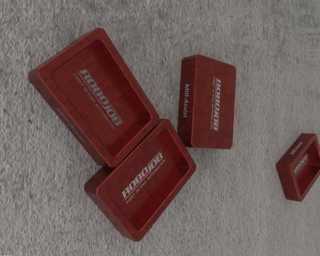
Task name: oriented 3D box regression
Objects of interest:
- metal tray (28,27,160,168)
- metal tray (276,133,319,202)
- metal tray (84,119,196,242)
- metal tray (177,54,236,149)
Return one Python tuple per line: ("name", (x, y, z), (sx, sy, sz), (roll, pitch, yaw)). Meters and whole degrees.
("metal tray", (-0.066, -0.031, 0.345), (0.090, 0.030, 0.130), (-48, 118, -29))
("metal tray", (0.297, 0.080, 0.649), (0.131, 0.030, 0.090), (-36, 112, -34))
("metal tray", (-0.018, 0.061, 0.386), (0.131, 0.030, 0.090), (-46, 118, -30))
("metal tray", (0.071, -0.035, 0.461), (0.091, 0.030, 0.129), (6, 86, -40))
